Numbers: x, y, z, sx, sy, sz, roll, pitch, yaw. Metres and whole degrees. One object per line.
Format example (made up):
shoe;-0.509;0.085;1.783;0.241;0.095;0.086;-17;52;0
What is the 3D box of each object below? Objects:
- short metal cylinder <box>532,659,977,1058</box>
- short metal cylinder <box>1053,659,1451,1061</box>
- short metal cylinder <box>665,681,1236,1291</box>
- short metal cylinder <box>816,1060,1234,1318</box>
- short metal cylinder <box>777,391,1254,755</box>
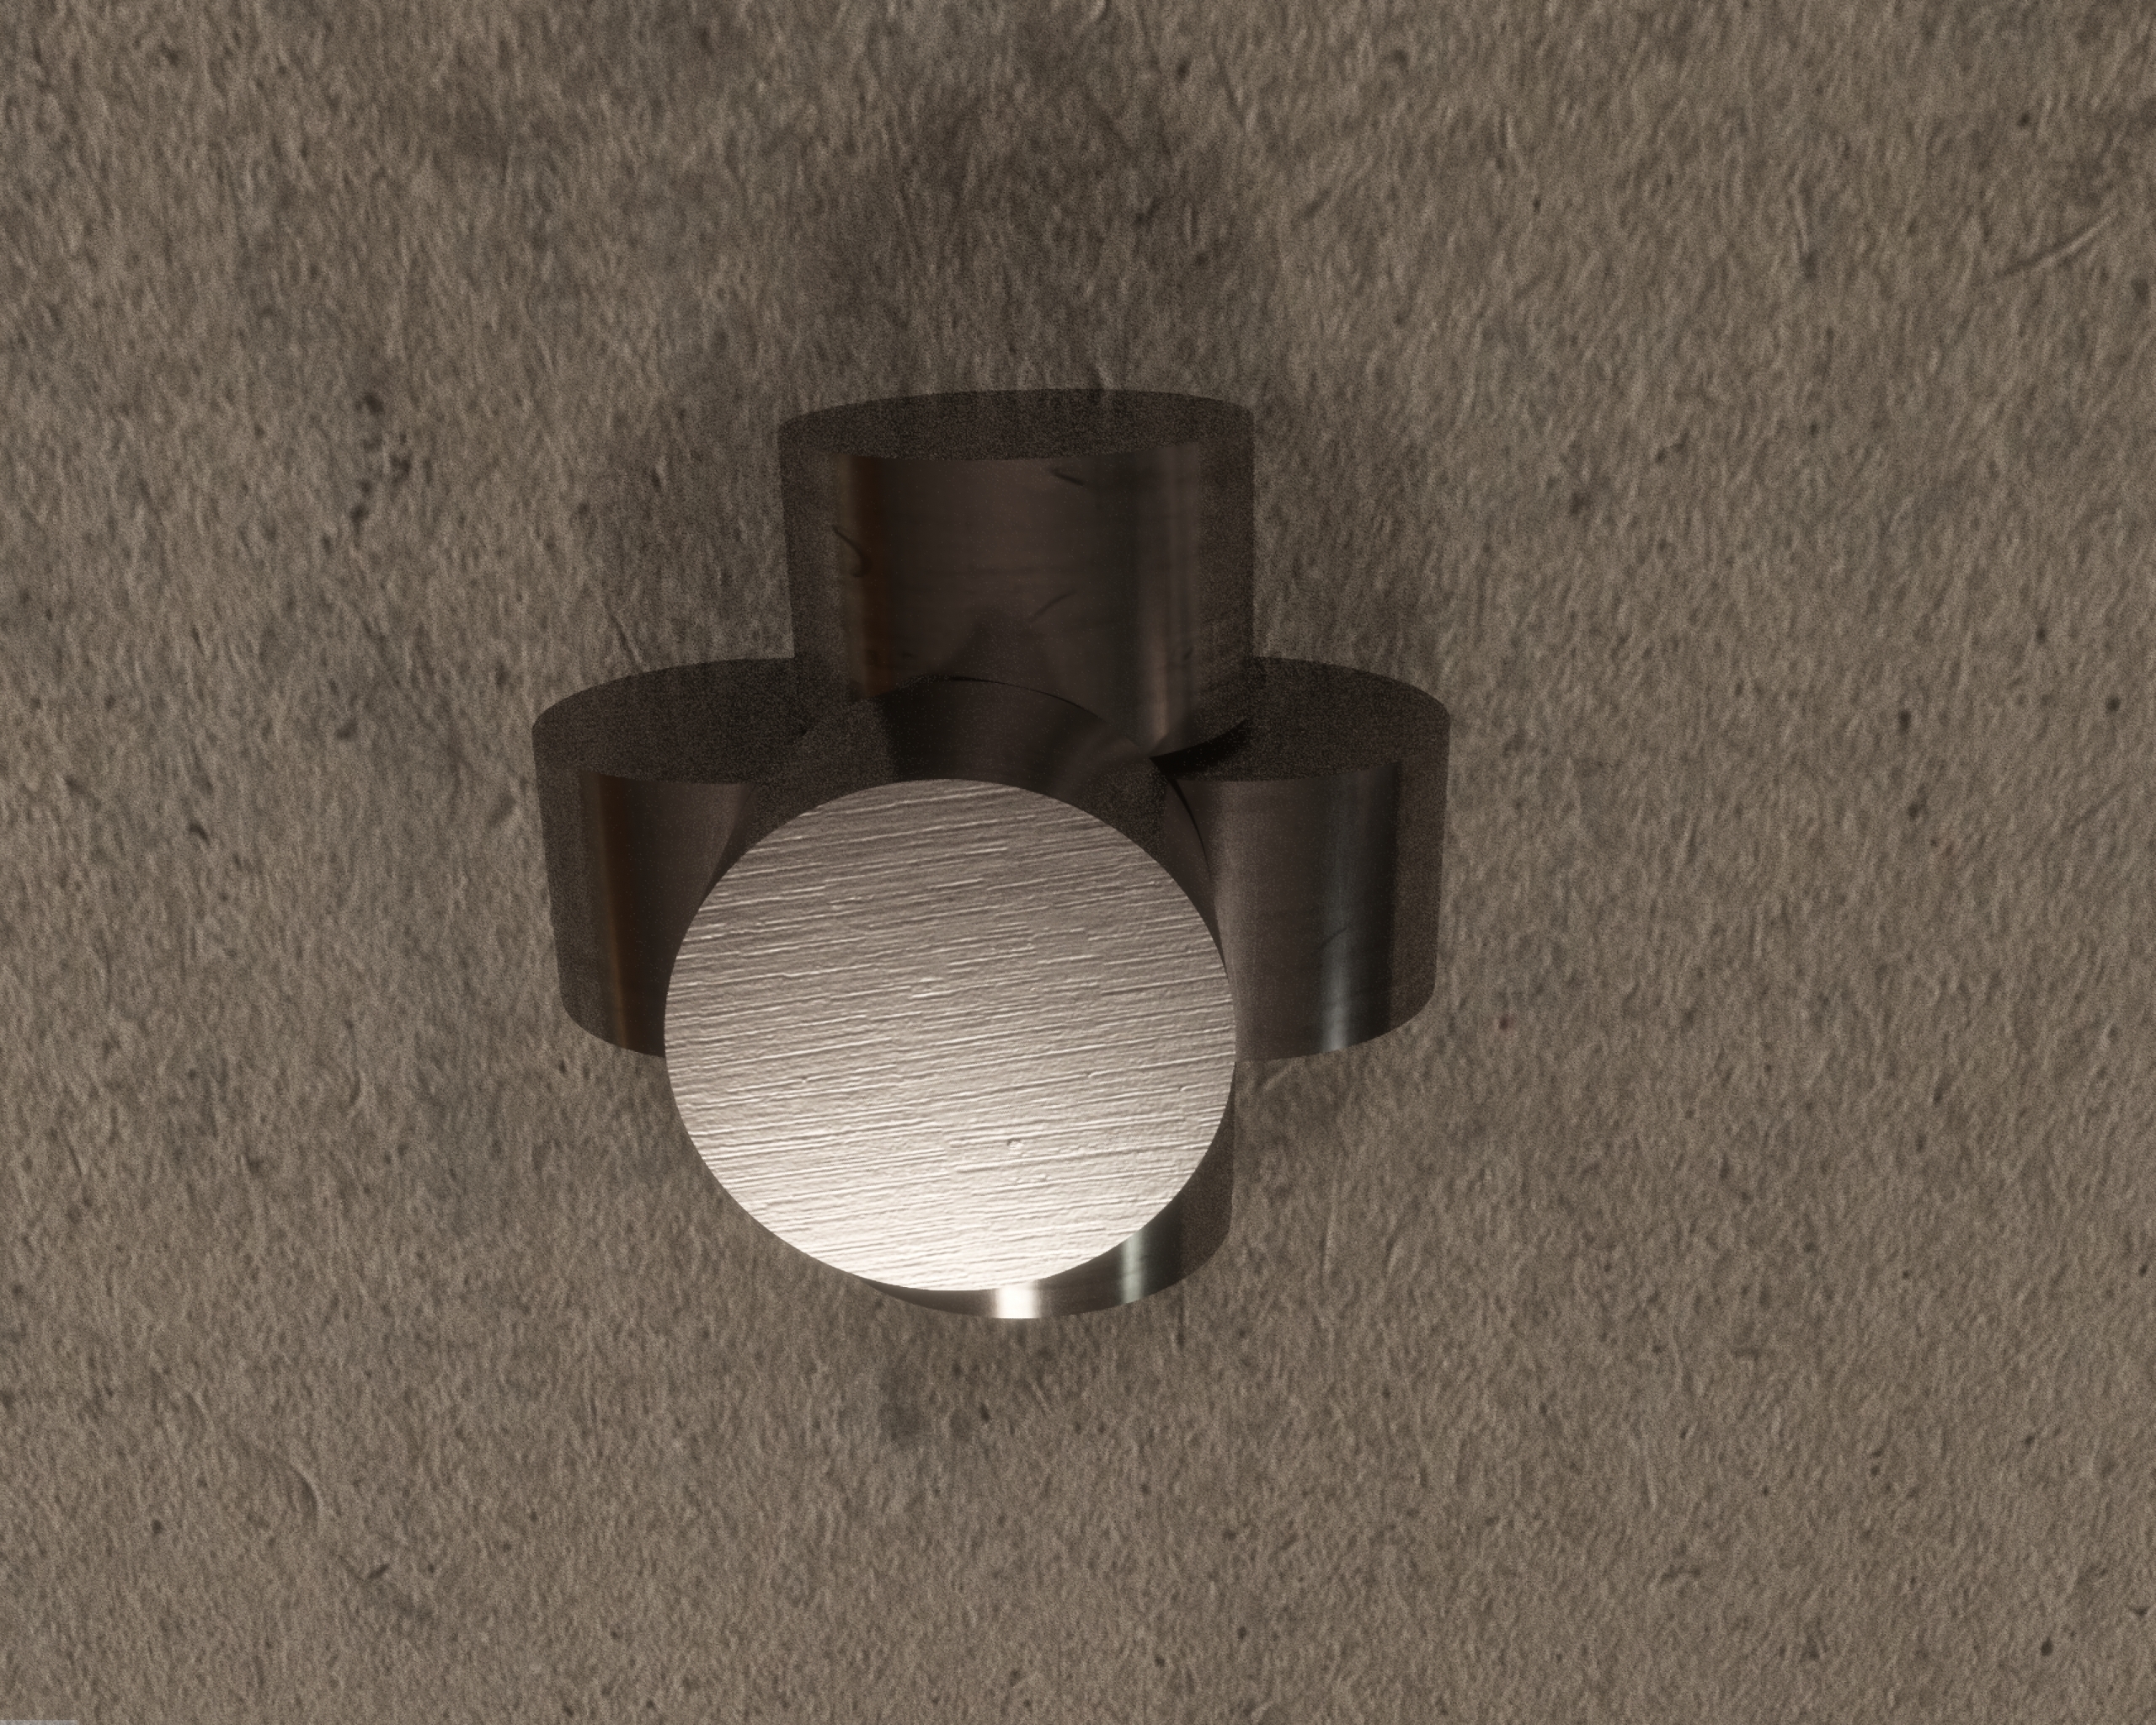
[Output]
short metal cylinder;-0.055;-0.003;0.380;0.081;0.080;0.050;-1;110;0
short metal cylinder;0.026;-0.004;0.381;0.081;0.080;0.050;0;110;0
short metal cylinder;-0.018;0.017;0.318;0.081;0.050;0.079;0;110;-1
short metal cylinder;-0.010;0.043;0.397;0.081;0.080;0.050;0;110;-1
short metal cylinder;-0.010;-0.052;0.362;0.081;0.080;0.050;-2;110;0
